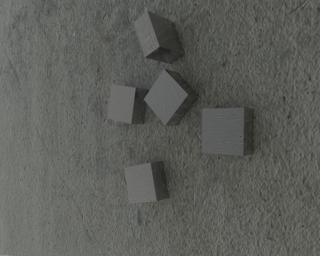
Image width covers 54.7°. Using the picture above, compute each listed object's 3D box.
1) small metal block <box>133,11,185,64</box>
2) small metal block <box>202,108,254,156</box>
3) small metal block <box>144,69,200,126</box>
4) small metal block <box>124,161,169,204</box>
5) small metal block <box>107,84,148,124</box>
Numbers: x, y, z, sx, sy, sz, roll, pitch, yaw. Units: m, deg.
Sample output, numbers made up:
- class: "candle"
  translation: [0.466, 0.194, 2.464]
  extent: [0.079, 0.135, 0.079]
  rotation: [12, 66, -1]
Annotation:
- class: "small metal block"
  translation: [0.000, -0.112, 0.389]
  extent: [0.025, 0.050, 0.050]
  rotation: [-28, 73, 36]
- class: "small metal block"
  translation: [0.075, 0.003, 0.343]
  extent: [0.050, 0.025, 0.050]
  rotation: [1, 91, 40]
- class: "small metal block"
  translation: [0.014, -0.038, 0.394]
  extent: [0.050, 0.025, 0.050]
  rotation: [51, 120, 27]
- class: "small metal block"
  translation: [-0.019, 0.074, 0.421]
  extent: [0.050, 0.025, 0.050]
  rotation: [-16, 80, 39]
- class: "small metal block"
  translation: [-0.047, -0.034, 0.444]
  extent: [0.050, 0.025, 0.050]
  rotation: [13, 98, 39]
